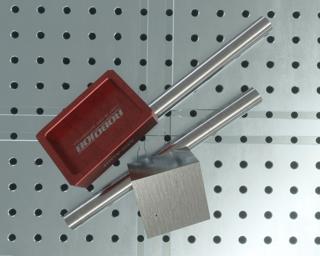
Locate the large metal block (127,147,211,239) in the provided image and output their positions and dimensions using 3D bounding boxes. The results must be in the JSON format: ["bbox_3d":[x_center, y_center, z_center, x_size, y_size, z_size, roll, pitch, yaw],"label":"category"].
[{"bbox_3d":[0.010,0.078,0.385,0.081,0.050,0.079,-15,109,-7],"label":"large metal block"}]

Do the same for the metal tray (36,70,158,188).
[{"bbox_3d":[-0.079,0.000,0.392,0.130,0.030,0.090,-43,69,-2],"label":"metal tray"}]

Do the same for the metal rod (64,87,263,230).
[{"bbox_3d":[0.005,0.040,0.413,0.301,0.025,0.025,-34,90,-1],"label":"metal rod"}]

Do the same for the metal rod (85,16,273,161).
[{"bbox_3d":[0.023,-0.047,0.413,0.300,0.025,0.025,-38,90,-1],"label":"metal rod"}]
